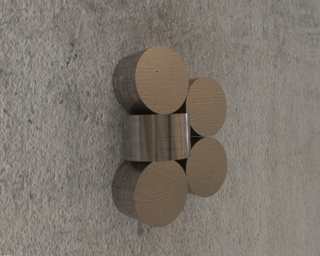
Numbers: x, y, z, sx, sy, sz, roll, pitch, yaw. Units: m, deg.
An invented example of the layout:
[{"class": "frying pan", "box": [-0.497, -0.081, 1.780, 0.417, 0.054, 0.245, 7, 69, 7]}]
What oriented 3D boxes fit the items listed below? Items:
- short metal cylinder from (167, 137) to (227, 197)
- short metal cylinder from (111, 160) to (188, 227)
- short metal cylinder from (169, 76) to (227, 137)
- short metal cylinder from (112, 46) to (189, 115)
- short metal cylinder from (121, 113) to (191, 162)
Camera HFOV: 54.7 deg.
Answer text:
[{"class": "short metal cylinder", "box": [0.048, 0.052, 0.429, 0.081, 0.050, 0.079, -1, 91, -39]}, {"class": "short metal cylinder", "box": [-0.012, 0.075, 0.380, 0.081, 0.050, 0.080, -1, 91, -39]}, {"class": "short metal cylinder", "box": [0.047, -0.028, 0.428, 0.081, 0.050, 0.079, -1, 91, -40]}, {"class": "short metal cylinder", "box": [-0.011, -0.056, 0.380, 0.081, 0.050, 0.080, -1, 91, -39]}, {"class": "short metal cylinder", "box": [-0.004, 0.009, 0.367, 0.081, 0.080, 0.050, -4, 93, -40]}]
